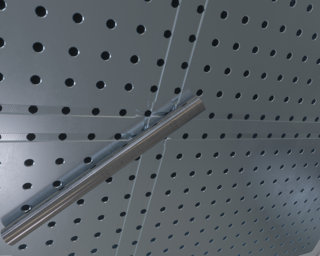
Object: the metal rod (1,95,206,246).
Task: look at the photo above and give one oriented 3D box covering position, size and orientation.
[{"bbox_3d":[-0.069,0.051,0.404,0.301,0.025,0.025,-35,129,-5],"label":"metal rod"}]
